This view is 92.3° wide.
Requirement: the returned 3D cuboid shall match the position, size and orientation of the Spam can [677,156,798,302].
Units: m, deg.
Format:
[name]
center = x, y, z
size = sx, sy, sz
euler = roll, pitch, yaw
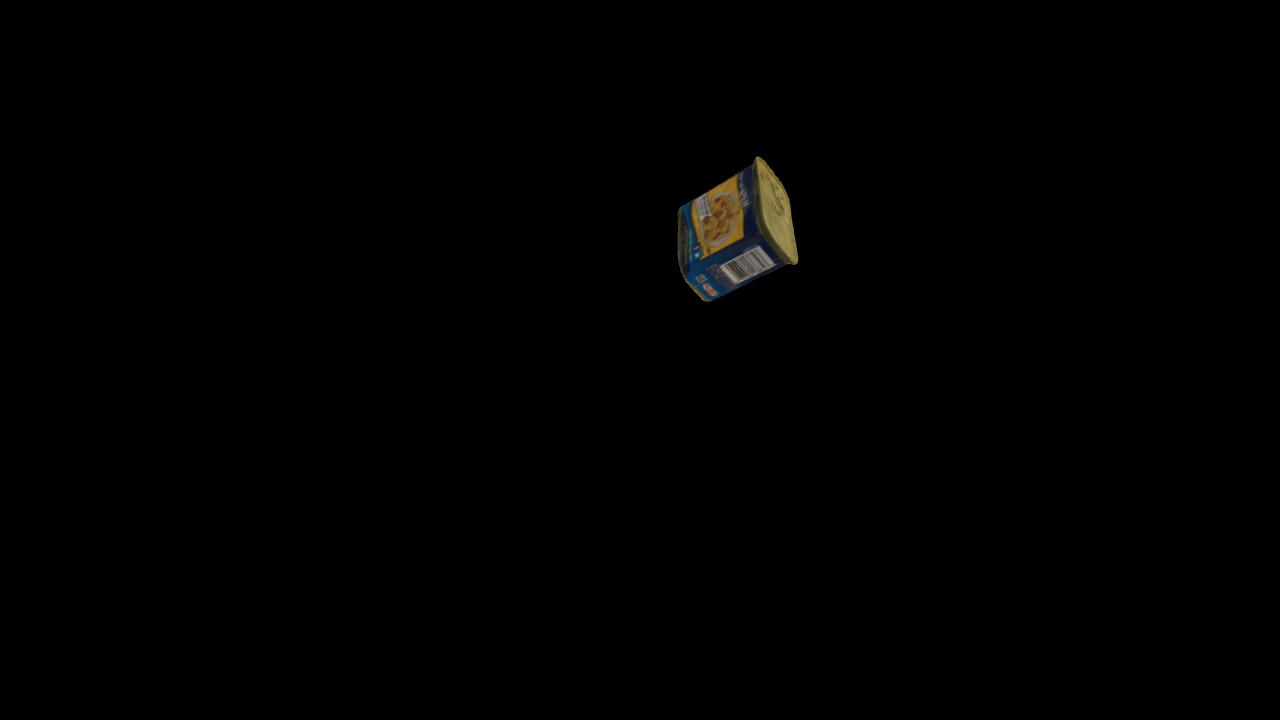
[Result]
[Spam can]
center = 0.080, -0.109, 0.524
size = 0.085, 0.101, 0.058
euler = -25, -45, 32
